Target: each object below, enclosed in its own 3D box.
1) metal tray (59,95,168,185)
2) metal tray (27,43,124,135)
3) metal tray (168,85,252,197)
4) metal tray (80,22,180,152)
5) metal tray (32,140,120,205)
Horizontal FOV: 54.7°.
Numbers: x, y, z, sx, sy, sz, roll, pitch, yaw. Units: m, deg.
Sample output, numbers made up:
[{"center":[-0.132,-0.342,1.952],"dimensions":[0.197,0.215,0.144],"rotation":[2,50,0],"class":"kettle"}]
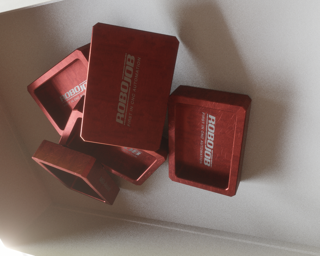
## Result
[{"center":[-0.062,0.021,0.420],"dimensions":[0.131,0.030,0.089],"rotation":[29,137,-10],"class":"metal tray"},{"center":[-0.117,-0.048,0.433],"dimensions":[0.130,0.030,0.090],"rotation":[-22,107,36],"class":"metal tray"},{"center":[0.057,0.017,0.383],"dimensions":[0.090,0.030,0.129],"rotation":[12,124,21],"class":"metal tray"},{"center":[-0.035,-0.044,0.349],"dimensions":[0.091,0.030,0.129],"rotation":[9,105,-4],"class":"metal tray"},{"center":[-0.122,0.071,0.472],"dimensions":[0.090,0.030,0.130],"rotation":[16,154,19],"class":"metal tray"}]
